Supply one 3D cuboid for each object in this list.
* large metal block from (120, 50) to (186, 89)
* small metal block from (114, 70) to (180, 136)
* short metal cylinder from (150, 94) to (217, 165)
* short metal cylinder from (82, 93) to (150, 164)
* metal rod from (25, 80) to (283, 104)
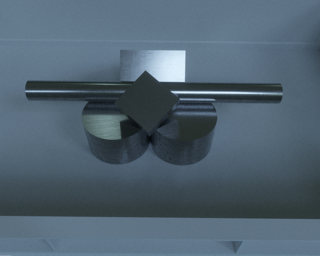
[{"bbox_3d":[-0.009,-0.076,0.424,0.081,0.050,0.080,1,7,0],"label":"large metal block"},{"bbox_3d":[-0.014,-0.027,0.347,0.050,0.025,0.050,41,81,7],"label":"small metal block"},{"bbox_3d":[0.028,0.000,0.388,0.081,0.050,0.080,0,50,0],"label":"short metal cylinder"},{"bbox_3d":[-0.053,-0.002,0.388,0.081,0.050,0.080,0,50,0],"label":"short metal cylinder"},{"bbox_3d":[-0.007,-0.044,0.375,0.302,0.025,0.025,1,50,0],"label":"metal rod"}]
